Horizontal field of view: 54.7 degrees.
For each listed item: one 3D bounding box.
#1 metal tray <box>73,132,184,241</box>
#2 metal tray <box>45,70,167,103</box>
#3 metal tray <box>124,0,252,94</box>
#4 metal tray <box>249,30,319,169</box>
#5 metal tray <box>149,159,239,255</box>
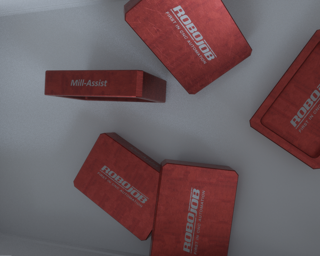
[{"bbox_3d":[-0.045,0.076,0.423,0.130,0.030,0.090,34,101,16],"label":"metal tray"},{"bbox_3d":[-0.067,-0.052,0.398,0.130,0.090,0.030,3,91,19],"label":"metal tray"},{"bbox_3d":[0.034,-0.110,0.351,0.090,0.130,0.030,-35,35,16],"label":"metal tray"},{"bbox_3d":[0.175,-0.031,0.346,0.090,0.030,0.129,37,101,15],"label":"metal tray"},{"bbox_3d":[0.039,0.108,0.376,0.091,0.030,0.129,7,93,-3],"label":"metal tray"}]
